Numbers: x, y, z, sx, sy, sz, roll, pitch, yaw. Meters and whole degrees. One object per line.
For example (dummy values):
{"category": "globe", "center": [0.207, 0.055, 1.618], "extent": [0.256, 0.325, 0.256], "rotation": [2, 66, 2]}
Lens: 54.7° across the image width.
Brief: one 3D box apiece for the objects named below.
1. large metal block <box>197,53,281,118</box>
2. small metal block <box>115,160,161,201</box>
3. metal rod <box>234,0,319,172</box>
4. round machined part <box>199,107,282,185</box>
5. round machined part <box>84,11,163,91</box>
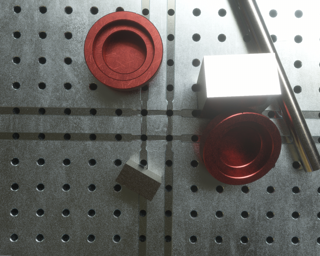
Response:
{"category": "large metal block", "center": [0.091, -0.049, 0.381], "extent": [0.081, 0.080, 0.050], "rotation": [-3, 75, 0]}
{"category": "small metal block", "center": [-0.026, 0.066, 0.401], "extent": [0.050, 0.050, 0.025], "rotation": [30, 90, 0]}
{"category": "metal rod", "center": [0.149, -0.084, 0.414], "extent": [0.025, 0.025, 0.299], "rotation": [-23, 90, 0]}
{"category": "round machined part", "center": [0.098, 0.020, 0.395], "extent": [0.099, 0.042, 0.097], "rotation": [-3, 111, -7]}
{"category": "round machined part", "center": [-0.045, -0.097, 0.404], "extent": [0.099, 0.042, 0.097], "rotation": [0, 90, 0]}
